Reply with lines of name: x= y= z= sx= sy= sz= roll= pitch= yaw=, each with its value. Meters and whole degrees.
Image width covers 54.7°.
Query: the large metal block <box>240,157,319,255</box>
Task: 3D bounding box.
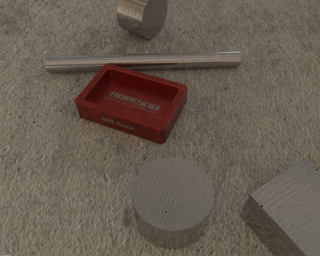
large metal block: x=0.143 y=0.090 z=0.313 sx=0.081 sy=0.050 sz=0.080 roll=-26 pitch=55 yaw=-21

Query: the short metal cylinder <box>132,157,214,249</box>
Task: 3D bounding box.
short metal cylinder: x=0.013 y=0.077 z=0.322 sx=0.081 sy=0.050 sz=0.080 roll=0 pitch=50 yaw=0

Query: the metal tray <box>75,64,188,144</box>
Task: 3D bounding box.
metal tray: x=-0.038 y=-0.038 z=0.430 sx=0.130 sy=0.030 sz=0.090 roll=18 pitch=52 yaw=14

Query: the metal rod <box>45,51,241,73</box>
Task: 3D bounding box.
metal rod: x=-0.025 y=-0.105 z=0.490 sx=0.302 sy=0.025 sz=0.025 roll=-2 pitch=50 yaw=-2

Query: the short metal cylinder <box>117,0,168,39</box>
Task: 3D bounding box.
short metal cylinder: x=-0.029 y=-0.201 z=0.536 sx=0.050 sy=0.080 sz=0.080 roll=26 pitch=55 yaw=20
